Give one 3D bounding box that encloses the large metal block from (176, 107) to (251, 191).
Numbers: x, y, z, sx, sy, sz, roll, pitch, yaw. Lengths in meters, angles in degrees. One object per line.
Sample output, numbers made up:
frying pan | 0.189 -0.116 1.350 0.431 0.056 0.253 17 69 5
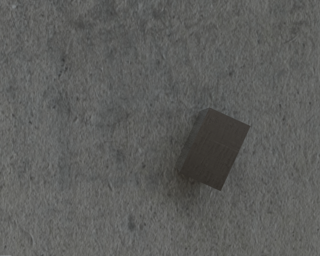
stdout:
large metal block | 0.061 0.023 0.383 0.050 0.080 0.080 25 90 -1
